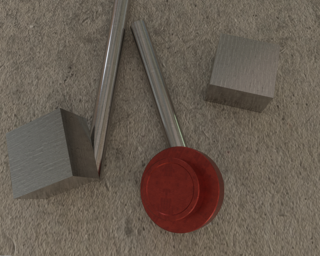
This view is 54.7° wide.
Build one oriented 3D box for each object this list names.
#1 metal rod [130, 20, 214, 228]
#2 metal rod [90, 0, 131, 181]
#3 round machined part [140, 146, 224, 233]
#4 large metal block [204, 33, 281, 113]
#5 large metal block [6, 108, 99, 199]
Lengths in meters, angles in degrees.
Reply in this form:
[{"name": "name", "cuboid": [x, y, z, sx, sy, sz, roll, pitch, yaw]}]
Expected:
[{"name": "metal rod", "cuboid": [0.010, -0.018, 0.414, 0.025, 0.025, 0.299, -15, 71, -6]}, {"name": "metal rod", "cuboid": [-0.071, -0.076, 0.434, 0.025, 0.025, 0.299, 5, 70, 1]}, {"name": "round machined part", "cuboid": [0.019, 0.069, 0.353, 0.098, 0.042, 0.098, -5, 77, 26]}, {"name": "large metal block", "cuboid": [0.111, -0.074, 0.423, 0.080, 0.050, 0.080, 13, 70, 4]}, {"name": "large metal block", "cuboid": [-0.127, 0.033, 0.367, 0.080, 0.050, 0.080, -22, 70, 16]}]
